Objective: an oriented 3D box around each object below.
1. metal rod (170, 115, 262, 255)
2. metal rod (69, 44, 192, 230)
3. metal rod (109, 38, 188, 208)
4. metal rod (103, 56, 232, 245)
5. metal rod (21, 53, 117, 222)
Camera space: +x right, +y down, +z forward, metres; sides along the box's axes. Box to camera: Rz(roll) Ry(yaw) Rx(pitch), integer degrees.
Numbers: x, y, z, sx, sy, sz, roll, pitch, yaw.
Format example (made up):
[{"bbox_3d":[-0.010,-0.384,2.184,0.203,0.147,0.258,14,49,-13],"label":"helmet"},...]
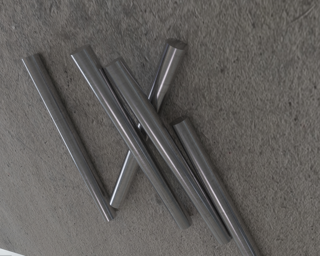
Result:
[{"bbox_3d":[0.094,0.116,0.428,0.025,0.025,0.299,-18,109,35],"label":"metal rod"},{"bbox_3d":[-0.025,0.030,0.407,0.025,0.025,0.299,-9,124,32],"label":"metal rod"},{"bbox_3d":[-0.027,0.016,0.431,0.025,0.025,0.298,30,128,9],"label":"metal rod"},{"bbox_3d":[0.021,0.044,0.400,0.025,0.025,0.299,-16,117,34],"label":"metal rod"},{"bbox_3d":[-0.137,0.027,0.495,0.025,0.025,0.299,-7,115,31],"label":"metal rod"}]
